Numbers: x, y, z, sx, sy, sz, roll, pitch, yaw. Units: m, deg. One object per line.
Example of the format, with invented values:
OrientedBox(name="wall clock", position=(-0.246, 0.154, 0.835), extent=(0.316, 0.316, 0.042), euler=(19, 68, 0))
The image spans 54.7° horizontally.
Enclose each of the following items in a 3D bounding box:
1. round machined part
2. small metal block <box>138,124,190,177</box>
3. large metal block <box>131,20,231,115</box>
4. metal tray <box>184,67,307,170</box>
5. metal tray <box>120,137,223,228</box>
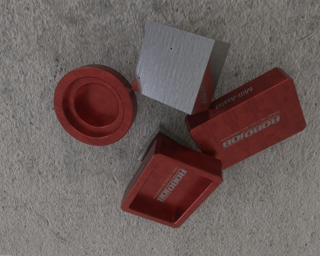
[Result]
OrientedBox(name="round machined part", position=(-0.075, -0.031, 0.383), extent=(0.098, 0.042, 0.097), euler=(4, 112, 9))
OrientedBox(name="small metal block", position=(0.005, 0.032, 0.421), extent=(0.050, 0.025, 0.050), euler=(33, 107, -12))
OrientedBox(name="large metal block", position=(0.023, -0.069, 0.353), extent=(0.080, 0.050, 0.079), euler=(25, 111, 24))
OrientedBox(name="metal tray", position=(0.108, -0.006, 0.390), extent=(0.130, 0.030, 0.090), euler=(-29, 128, 10))
OrientedBox(name="metal tray", position=(0.012, 0.078, 0.409), extent=(0.090, 0.030, 0.129), euler=(22, 130, -11))
